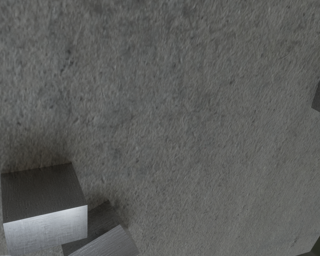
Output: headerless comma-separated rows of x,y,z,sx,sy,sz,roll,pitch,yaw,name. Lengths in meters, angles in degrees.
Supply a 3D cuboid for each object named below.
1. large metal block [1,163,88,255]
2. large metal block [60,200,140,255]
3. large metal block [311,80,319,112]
-0.133,0.089,0.354,0.081,0.080,0.050,-7,122,-25,large metal block
-0.087,0.164,0.446,0.080,0.050,0.080,-29,129,-10,large metal block
0.317,-0.066,0.527,0.081,0.050,0.079,-12,124,-22,large metal block
